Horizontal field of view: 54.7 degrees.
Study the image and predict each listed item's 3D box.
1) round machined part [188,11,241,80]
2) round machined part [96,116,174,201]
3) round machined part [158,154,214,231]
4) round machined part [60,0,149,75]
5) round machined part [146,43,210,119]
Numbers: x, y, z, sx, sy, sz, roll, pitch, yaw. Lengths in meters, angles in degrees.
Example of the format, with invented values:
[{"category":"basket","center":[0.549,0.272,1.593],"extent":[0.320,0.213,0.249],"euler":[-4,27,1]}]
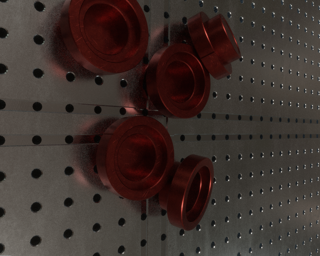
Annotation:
[{"category":"round machined part","center":[0.082,-0.121,0.440],"extent":[0.098,0.042,0.098],"euler":[45,32,-38]},{"category":"round machined part","center":[-0.033,0.034,0.372],"extent":[0.099,0.042,0.097],"euler":[0,90,-40]},{"category":"round machined part","center":[0.033,0.082,0.414],"extent":[0.099,0.042,0.097],"euler":[-30,126,-53]},{"category":"round machined part","center":[-0.064,-0.108,0.346],"extent":[0.099,0.042,0.097],"euler":[0,90,-40]},{"category":"round machined part","center":[0.020,-0.061,0.417],"extent":[0.099,0.042,0.097],"euler":[0,90,-40]}]
